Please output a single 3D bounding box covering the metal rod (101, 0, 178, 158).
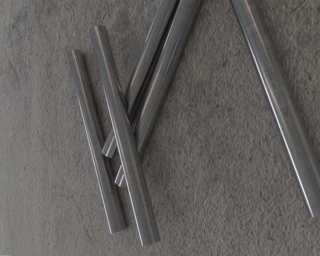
[{"bbox_3d":[-0.018,-0.090,0.420,0.025,0.025,0.298,37,113,33],"label":"metal rod"}]

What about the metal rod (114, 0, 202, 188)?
[{"bbox_3d":[-0.002,-0.053,0.406,0.025,0.025,0.298,33,111,35],"label":"metal rod"}]

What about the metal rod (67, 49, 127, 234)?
[{"bbox_3d":[-0.103,0.012,0.489,0.025,0.025,0.299,-27,73,37],"label":"metal rod"}]

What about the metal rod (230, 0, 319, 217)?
[{"bbox_3d":[0.109,-0.062,0.314,0.025,0.025,0.299,-25,74,37],"label":"metal rod"}]

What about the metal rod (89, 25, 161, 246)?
[{"bbox_3d":[-0.050,0.000,0.412,0.025,0.025,0.299,-25,74,37],"label":"metal rod"}]
